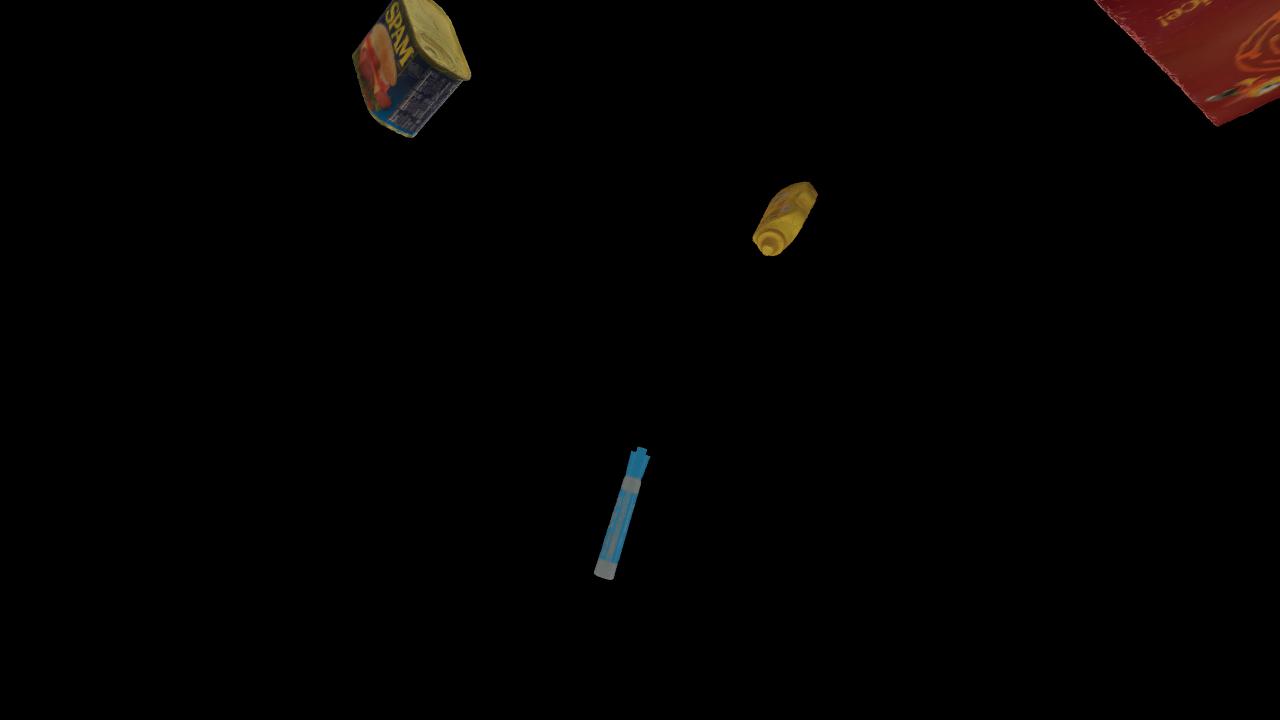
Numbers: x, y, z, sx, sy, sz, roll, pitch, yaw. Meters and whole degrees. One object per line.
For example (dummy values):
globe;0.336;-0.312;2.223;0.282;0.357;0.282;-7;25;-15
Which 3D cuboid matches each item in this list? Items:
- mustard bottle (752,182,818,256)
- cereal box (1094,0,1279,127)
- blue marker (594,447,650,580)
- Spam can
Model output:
mustard bottle;0.223;-0.216;0.976;0.092;0.054;0.184;-21;24;39
cereal box;0.401;-0.252;0.344;0.306;0.081;0.203;-1;-17;-37
blue marker;-0.015;0.139;0.566;0.020;0.121;0.020;17;-10;3
Spam can;-0.212;-0.271;0.564;0.085;0.101;0.058;-34;-24;27
